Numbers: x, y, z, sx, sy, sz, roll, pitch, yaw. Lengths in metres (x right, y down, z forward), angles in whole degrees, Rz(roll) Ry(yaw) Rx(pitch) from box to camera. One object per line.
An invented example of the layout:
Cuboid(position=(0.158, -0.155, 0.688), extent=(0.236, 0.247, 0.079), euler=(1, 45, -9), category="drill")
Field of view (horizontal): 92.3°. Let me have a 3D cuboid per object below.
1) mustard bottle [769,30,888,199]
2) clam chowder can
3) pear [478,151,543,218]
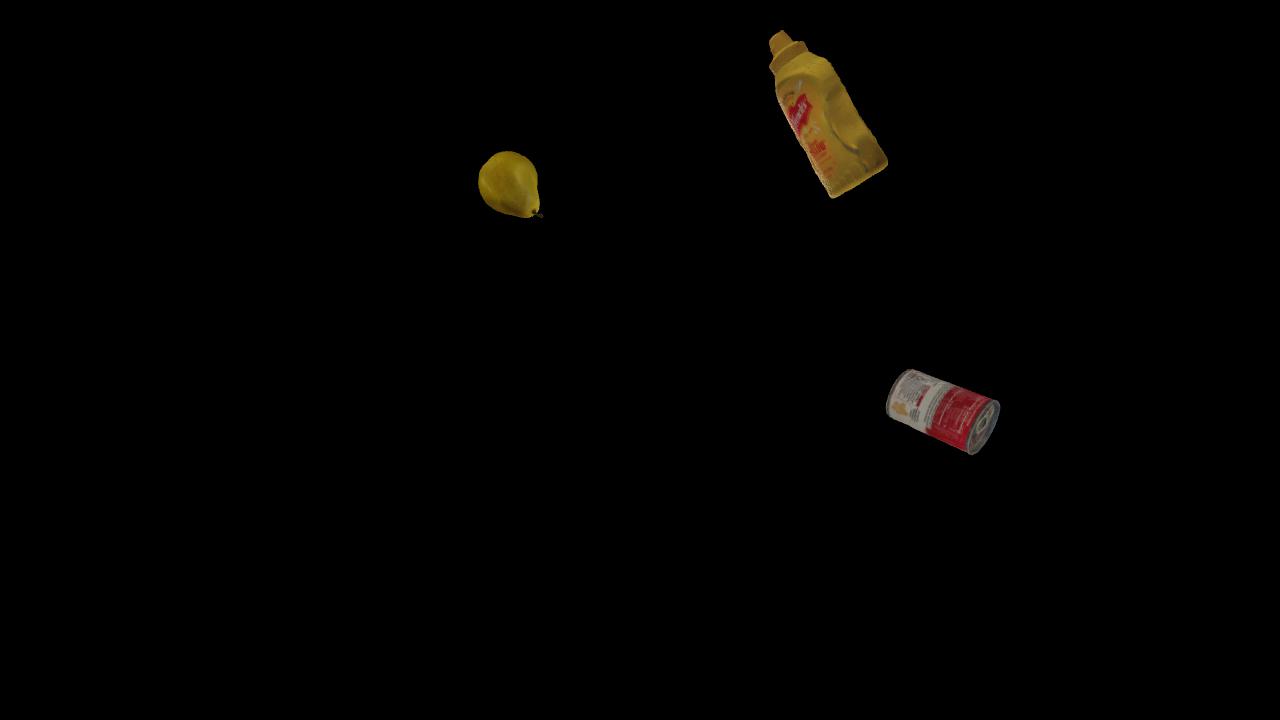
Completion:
Cuboid(position=(0.192, -0.270, 0.664), extent=(0.054, 0.184, 0.092), euler=(-31, 3, -2), category="mustard bottle")
Cuboid(position=(0.352, 0.058, 0.719), extent=(0.068, 0.068, 0.102), euler=(0, 21, -42), category="clam chowder can")
Cuboid(position=(-0.160, -0.213, 0.798), extent=(0.080, 0.111, 0.080), euler=(-28, -18, -10), category="pear")
